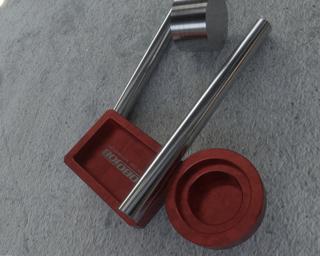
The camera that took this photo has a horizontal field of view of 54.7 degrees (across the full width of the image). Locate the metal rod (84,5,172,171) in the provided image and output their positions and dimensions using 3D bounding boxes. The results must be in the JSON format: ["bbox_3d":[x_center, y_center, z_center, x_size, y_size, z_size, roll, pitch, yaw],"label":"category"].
[{"bbox_3d":[-0.033,-0.068,0.463,0.025,0.025,0.300,15,69,34],"label":"metal rod"}]

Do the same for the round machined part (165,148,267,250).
[{"bbox_3d":[0.058,0.073,0.317,0.098,0.042,0.098,-13,56,21],"label":"round machined part"}]

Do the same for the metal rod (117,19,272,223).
[{"bbox_3d":[0.053,-0.024,0.362,0.025,0.025,0.301,22,64,36],"label":"metal rod"}]

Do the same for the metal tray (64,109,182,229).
[{"bbox_3d":[-0.043,0.046,0.377,0.130,0.030,0.090,35,78,27],"label":"metal tray"}]

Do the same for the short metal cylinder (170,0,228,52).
[{"bbox_3d":[0.056,-0.146,0.429,0.050,0.080,0.080,7,65,31],"label":"short metal cylinder"}]
